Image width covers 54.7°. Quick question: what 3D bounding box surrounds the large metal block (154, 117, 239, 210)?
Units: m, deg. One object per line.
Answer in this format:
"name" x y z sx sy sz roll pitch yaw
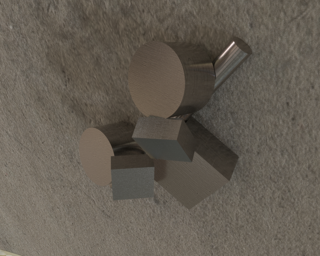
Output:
"large metal block" 0.039 0.046 0.397 0.080 0.050 0.080 41 129 -1

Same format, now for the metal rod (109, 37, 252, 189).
"metal rod" 0.006 0.003 0.405 0.025 0.025 0.298 41 129 -1

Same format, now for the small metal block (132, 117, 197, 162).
"small metal block" 0.006 0.013 0.331 0.050 0.025 0.050 2 150 27

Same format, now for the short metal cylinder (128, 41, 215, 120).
"short metal cylinder" 0.011 -0.052 0.334 0.080 0.050 0.079 12 108 42

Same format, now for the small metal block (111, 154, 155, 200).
"small metal block" -0.034 0.061 0.382 0.050 0.025 0.050 -3 123 -8

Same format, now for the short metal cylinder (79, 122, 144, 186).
"short metal cylinder" -0.068 0.034 0.429 0.080 0.050 0.079 12 108 41
